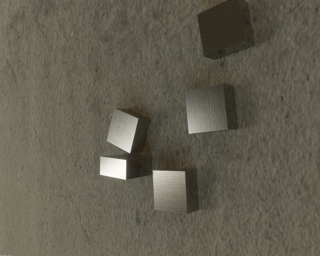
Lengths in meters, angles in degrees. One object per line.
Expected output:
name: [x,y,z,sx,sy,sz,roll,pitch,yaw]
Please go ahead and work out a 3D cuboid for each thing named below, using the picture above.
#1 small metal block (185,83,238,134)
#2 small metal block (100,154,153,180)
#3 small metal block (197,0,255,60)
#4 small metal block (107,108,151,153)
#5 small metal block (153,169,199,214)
small metal block: [0.059,-0.021,0.355,0.050,0.025,0.050,-8,85,39]
small metal block: [-0.046,0.052,0.424,0.050,0.050,0.025,2,92,39]
small metal block: [0.073,-0.109,0.344,0.050,0.025,0.050,-13,82,39]
small metal block: [-0.045,0.003,0.440,0.050,0.025,0.050,23,105,37]
small metal block: [0.019,0.077,0.387,0.050,0.025,0.050,-5,87,39]
